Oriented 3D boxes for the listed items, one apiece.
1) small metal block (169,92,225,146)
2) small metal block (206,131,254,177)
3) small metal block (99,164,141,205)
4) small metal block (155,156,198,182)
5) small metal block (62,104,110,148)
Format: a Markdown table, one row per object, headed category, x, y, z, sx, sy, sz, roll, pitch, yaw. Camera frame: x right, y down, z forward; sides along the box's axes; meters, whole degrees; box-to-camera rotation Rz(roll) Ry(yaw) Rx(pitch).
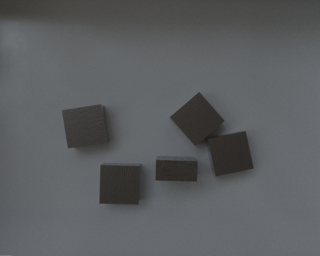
| category | x | y | z | sx | sy | sz | roll | pitch | yaw |
| --- | --- | --- | --- | --- | --- | --- | --- | --- | --- |
| small metal block | 0.048 | -0.012 | 0.412 | 0.050 | 0.025 | 0.050 | -41 | 91 | 0 |
| small metal block | 0.092 | 0.033 | 0.413 | 0.050 | 0.025 | 0.050 | -12 | 90 | -1 |
| small metal block | -0.052 | 0.073 | 0.411 | 0.050 | 0.025 | 0.050 | 2 | 90 | -1 |
| small metal block | 0.020 | 0.052 | 0.399 | 0.050 | 0.050 | 0.025 | 2 | 90 | -1 |
| small metal block | -0.097 | -0.002 | 0.410 | 0.050 | 0.025 | 0.050 | -9 | 90 | -1 |
